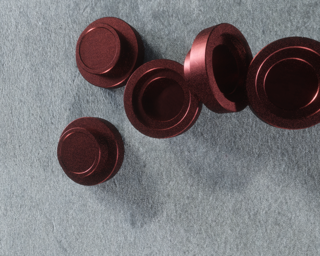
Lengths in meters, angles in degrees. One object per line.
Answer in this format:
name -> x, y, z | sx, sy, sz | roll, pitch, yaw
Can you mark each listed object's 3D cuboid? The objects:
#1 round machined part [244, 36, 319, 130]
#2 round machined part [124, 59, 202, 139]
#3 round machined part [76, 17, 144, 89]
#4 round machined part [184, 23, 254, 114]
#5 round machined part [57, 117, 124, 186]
round machined part -> 0.143, -0.048, 0.344 | 0.098, 0.042, 0.097 | 0, 91, 9
round machined part -> 0.007, -0.036, 0.397 | 0.098, 0.042, 0.097 | 0, 90, 19
round machined part -> -0.075, -0.104, 0.425 | 0.098, 0.042, 0.097 | 0, 90, 19
round machined part -> 0.065, -0.065, 0.353 | 0.042, 0.099, 0.097 | -4, 89, 45
round machined part -> -0.104, 0.033, 0.435 | 0.098, 0.042, 0.097 | 0, 90, 19
